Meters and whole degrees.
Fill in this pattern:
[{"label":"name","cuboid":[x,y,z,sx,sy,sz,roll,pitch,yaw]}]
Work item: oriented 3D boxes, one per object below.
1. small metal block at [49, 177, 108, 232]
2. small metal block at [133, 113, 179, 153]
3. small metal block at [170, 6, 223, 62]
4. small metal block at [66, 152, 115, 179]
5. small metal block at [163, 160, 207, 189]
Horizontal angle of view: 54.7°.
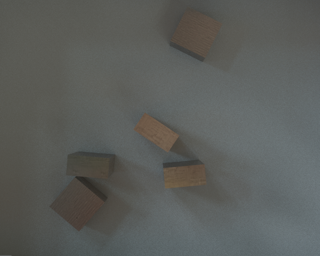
[{"label":"small metal block","cuboid":[-0.107,0.098,0.410,0.050,0.025,0.050,41,90,-1]},{"label":"small metal block","cuboid":[-0.004,0.005,0.399,0.050,0.050,0.025,34,90,-1]},{"label":"small metal block","cuboid":[0.047,-0.124,0.412,0.050,0.025,0.050,26,90,-1]},{"label":"small metal block","cuboid":[-0.087,0.047,0.398,0.050,0.050,0.025,5,90,-1]},{"label":"small metal block","cuboid":[0.030,0.058,0.399,0.050,0.050,0.025,-5,90,-1]}]
